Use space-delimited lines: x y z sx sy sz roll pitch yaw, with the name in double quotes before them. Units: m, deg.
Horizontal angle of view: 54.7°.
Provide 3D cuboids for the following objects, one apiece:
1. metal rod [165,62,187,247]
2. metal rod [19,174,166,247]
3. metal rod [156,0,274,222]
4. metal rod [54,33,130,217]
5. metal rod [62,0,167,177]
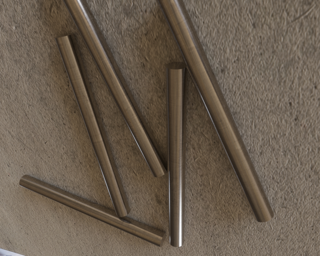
"metal rod" 0.023 0.057 0.429 0.025 0.025 0.298 12 124 22
"metal rod" -0.132 0.146 0.566 0.301 0.025 0.025 17 125 18
"metal rod" 0.071 -0.012 0.361 0.025 0.025 0.299 -15 111 34
"metal rod" -0.093 0.012 0.463 0.025 0.025 0.298 1 119 27
"metal rod" -0.060 -0.065 0.398 0.025 0.025 0.299 -13 112 33
